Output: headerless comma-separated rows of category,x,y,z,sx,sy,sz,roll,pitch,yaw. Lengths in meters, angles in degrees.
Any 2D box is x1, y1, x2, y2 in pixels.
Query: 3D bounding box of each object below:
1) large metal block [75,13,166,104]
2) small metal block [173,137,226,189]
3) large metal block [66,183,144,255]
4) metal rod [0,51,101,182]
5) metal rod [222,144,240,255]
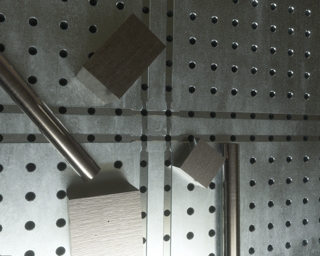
large metal block,-0.049,-0.077,0.365,0.050,0.080,0.080,43,77,-15
small metal block,0.055,0.048,0.433,0.050,0.025,0.050,39,78,-16
large metal block,-0.068,0.115,0.375,0.081,0.050,0.079,-4,91,-20
metal rod,-0.172,-0.058,0.349,0.025,0.025,0.300,-41,103,-15
metal rod,0.104,0.172,0.450,0.025,0.025,0.298,-1,90,-20
